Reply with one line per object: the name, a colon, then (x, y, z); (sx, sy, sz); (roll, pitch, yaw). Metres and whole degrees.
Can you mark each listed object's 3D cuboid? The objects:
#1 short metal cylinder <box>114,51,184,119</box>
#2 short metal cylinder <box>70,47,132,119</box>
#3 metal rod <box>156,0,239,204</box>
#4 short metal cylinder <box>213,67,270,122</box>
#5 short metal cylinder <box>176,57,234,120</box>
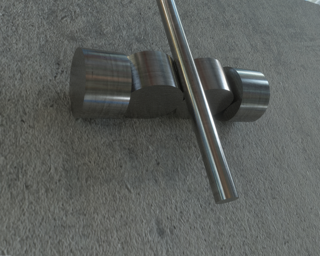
short metal cylinder: (-0.015, -0.052, 0.394); (0.081, 0.080, 0.050); (1, 62, -28)
short metal cylinder: (-0.072, -0.051, 0.362); (0.050, 0.080, 0.080); (1, 62, -28)
metal rod: (0.038, -0.057, 0.381); (0.025, 0.025, 0.299); (1, 61, -28)
short metal cylinder: (0.115, -0.049, 0.461); (0.050, 0.080, 0.080); (1, 62, -28)
short metal cylinder: (0.056, -0.053, 0.431); (0.081, 0.080, 0.050); (1, 62, -28)
